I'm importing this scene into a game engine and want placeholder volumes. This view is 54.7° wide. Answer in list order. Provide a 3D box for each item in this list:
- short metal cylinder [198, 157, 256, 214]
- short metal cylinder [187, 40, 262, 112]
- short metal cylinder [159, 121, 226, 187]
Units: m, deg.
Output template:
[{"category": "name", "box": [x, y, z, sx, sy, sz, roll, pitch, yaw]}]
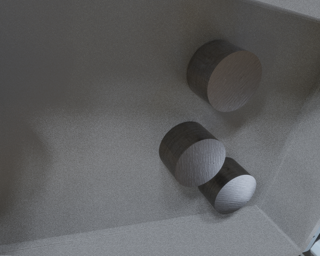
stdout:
[{"category": "short metal cylinder", "box": [0.111, 0.096, 0.515, 0.081, 0.050, 0.079, -14, 125, -21]}, {"category": "short metal cylinder", "box": [0.082, -0.067, 0.397, 0.081, 0.050, 0.079, -14, 125, -21]}, {"category": "short metal cylinder", "box": [0.046, 0.037, 0.442, 0.081, 0.050, 0.079, -14, 125, -21]}]
